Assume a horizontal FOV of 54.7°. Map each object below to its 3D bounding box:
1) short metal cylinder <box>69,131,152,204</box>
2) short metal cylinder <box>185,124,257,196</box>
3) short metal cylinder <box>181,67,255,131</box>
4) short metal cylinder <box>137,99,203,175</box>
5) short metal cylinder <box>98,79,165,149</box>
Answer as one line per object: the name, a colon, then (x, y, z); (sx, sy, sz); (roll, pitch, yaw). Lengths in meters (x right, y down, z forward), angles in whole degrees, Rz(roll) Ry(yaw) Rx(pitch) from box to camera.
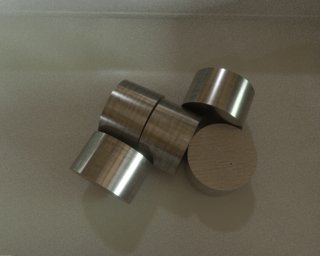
short metal cylinder: (-0.056, 0.047, 0.361); (0.080, 0.080, 0.050); (28, 72, 9)
short metal cylinder: (0.072, 0.040, 0.380); (0.081, 0.050, 0.080); (0, 70, 0)
short metal cylinder: (0.072, -0.032, 0.391); (0.080, 0.080, 0.050); (22, 72, 7)
short metal cylinder: (0.012, 0.011, 0.375); (0.050, 0.080, 0.080); (25, 72, 8)
short metal cylinder: (-0.034, -0.013, 0.383); (0.050, 0.080, 0.080); (24, 72, 8)
